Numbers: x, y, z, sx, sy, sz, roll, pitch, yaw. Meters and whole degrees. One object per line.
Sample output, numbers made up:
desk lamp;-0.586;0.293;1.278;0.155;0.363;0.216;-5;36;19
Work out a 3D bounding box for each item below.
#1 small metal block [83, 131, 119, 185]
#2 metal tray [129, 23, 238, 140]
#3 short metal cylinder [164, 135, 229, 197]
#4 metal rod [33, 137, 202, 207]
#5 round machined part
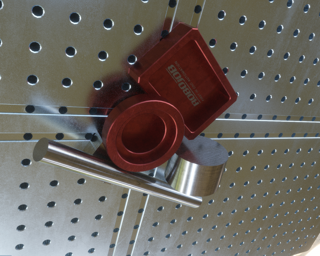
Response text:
small metal block;-0.072;0.039;0.398;0.050;0.025;0.050;32;100;-39
metal tray;0.035;-0.054;0.394;0.090;0.030;0.130;-43;129;0
short metal cylinder;0.050;0.050;0.434;0.081;0.080;0.050;-4;120;-27
metal rod;-0.029;0.072;0.415;0.025;0.025;0.301;-51;138;8
round machined part;-0.023;0.002;0.380;0.099;0.042;0.097;-13;123;-20
